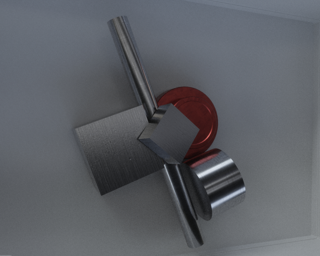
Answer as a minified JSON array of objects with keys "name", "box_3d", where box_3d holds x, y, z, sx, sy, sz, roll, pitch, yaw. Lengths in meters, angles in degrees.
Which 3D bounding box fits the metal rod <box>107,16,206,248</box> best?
[{"name":"metal rod","box_3d":[-0.002,0.011,0.387,0.025,0.025,0.298,-22,98,-19]}]

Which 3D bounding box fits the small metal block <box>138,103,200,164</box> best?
[{"name":"small metal block","box_3d":[0.011,0.007,0.363,0.050,0.025,0.050,41,65,-23]}]

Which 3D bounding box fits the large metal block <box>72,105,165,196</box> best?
[{"name":"large metal block","box_3d":[-0.052,0.024,0.375,0.081,0.050,0.080,-22,98,-19]}]

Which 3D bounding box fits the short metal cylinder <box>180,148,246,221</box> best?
[{"name":"short metal cylinder","box_3d":[0.065,0.073,0.405,0.050,0.080,0.080,-22,98,-19]}]

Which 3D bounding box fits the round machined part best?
[{"name":"round machined part","box_3d":[0.035,-0.007,0.413,0.099,0.042,0.097,0,90,-21]}]
